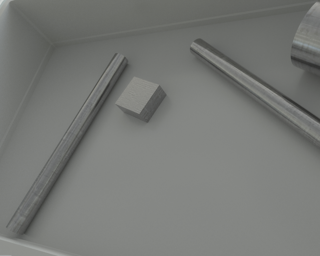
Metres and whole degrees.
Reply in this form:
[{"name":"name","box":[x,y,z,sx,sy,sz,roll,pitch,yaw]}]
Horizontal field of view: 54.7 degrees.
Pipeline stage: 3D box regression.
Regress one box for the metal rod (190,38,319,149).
[{"name":"metal rod","box":[0.131,-0.030,0.354,0.025,0.025,0.300,-41,51,0]}]

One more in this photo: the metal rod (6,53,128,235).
[{"name":"metal rod","box":[-0.130,0.013,0.464,0.025,0.025,0.300,16,70,34]}]

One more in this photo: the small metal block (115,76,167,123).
[{"name":"small metal block","box":[-0.028,-0.041,0.444,0.050,0.025,0.050,24,74,36]}]

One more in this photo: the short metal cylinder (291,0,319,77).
[{"name":"short metal cylinder","box":[0.187,-0.093,0.330,0.080,0.080,0.050,-47,52,-5]}]
